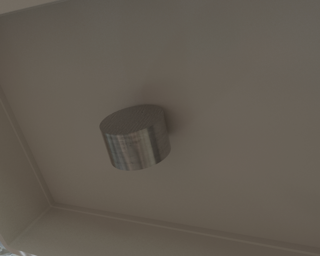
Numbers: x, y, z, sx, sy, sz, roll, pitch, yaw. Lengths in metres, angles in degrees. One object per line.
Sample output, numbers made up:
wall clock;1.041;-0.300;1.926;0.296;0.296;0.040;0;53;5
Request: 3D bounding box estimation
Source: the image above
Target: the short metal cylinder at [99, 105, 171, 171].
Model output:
short metal cylinder;-0.030;0.010;0.392;0.080;0.080;0.050;2;119;27
